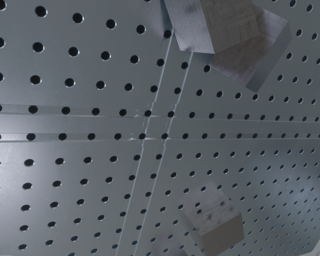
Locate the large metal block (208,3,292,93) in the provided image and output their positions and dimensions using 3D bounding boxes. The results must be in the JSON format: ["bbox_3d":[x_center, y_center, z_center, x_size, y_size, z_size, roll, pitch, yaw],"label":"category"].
[{"bbox_3d":[0.112,-0.093,0.376,0.080,0.050,0.080,-59,159,14],"label":"large metal block"}]

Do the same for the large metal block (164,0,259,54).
[{"bbox_3d":[0.046,-0.124,0.312,0.050,0.080,0.080,-26,113,-12],"label":"large metal block"}]

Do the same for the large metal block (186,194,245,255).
[{"bbox_3d":[0.102,0.180,0.561,0.080,0.050,0.080,-26,128,-12],"label":"large metal block"}]
